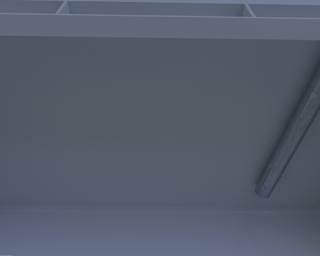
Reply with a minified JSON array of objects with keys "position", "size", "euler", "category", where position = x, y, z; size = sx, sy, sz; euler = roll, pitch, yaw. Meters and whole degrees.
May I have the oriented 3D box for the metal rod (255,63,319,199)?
[{"position":[0.184,-0.010,0.401],"size":[0.025,0.025,0.298],"euler":[5,130,-5],"category":"metal rod"}]
